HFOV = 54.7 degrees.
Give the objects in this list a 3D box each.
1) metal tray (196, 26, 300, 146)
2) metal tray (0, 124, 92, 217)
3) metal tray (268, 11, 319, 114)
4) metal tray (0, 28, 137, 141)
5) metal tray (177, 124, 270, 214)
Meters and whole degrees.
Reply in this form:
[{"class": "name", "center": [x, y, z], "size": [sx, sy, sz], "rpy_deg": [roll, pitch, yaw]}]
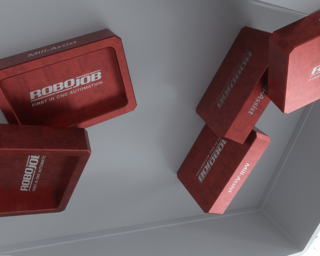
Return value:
[{"class": "metal tray", "center": [0.102, -0.055, 0.385], "size": [0.030, 0.090, 0.129], "rpy_deg": [21, 107, -24]}, {"class": "metal tray", "center": [-0.136, 0.050, 0.332], "size": [0.091, 0.030, 0.129], "rpy_deg": [4, 138, -30]}, {"class": "metal tray", "center": [0.174, -0.077, 0.308], "size": [0.131, 0.030, 0.090], "rpy_deg": [-25, 140, -3]}, {"class": "metal tray", "center": [-0.097, -0.041, 0.326], "size": [0.131, 0.030, 0.089], "rpy_deg": [-22, 127, -15]}, {"class": "metal tray", "center": [0.084, 0.044, 0.439], "size": [0.030, 0.090, 0.129], "rpy_deg": [17, 110, -35]}]
